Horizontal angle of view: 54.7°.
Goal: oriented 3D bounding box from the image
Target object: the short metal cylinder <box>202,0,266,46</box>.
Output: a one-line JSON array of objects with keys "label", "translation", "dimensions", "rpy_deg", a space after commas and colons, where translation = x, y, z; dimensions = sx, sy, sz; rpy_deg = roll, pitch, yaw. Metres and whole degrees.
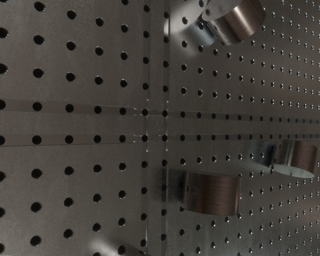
[{"label": "short metal cylinder", "translation": [0.111, -0.172, 0.469], "dimensions": [0.050, 0.080, 0.080], "rpy_deg": [43, 64, -32]}]

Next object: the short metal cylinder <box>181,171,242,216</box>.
[{"label": "short metal cylinder", "translation": [0.073, 0.090, 0.437], "dimensions": [0.081, 0.080, 0.050], "rpy_deg": [10, 84, -40]}]

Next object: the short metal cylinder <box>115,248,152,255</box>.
[{"label": "short metal cylinder", "translation": [-0.027, 0.193, 0.373], "dimensions": [0.081, 0.050, 0.079], "rpy_deg": [0, 90, -40]}]

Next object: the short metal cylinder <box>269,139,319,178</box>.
[{"label": "short metal cylinder", "translation": [0.256, 0.059, 0.592], "dimensions": [0.080, 0.080, 0.050], "rpy_deg": [29, 72, -37]}]
